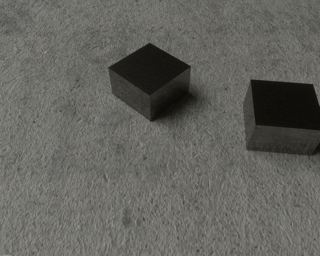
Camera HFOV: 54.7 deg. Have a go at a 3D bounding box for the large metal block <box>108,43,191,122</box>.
[{"bbox_3d":[-0.014,-0.068,0.444,0.080,0.050,0.080,36,59,26],"label":"large metal block"}]

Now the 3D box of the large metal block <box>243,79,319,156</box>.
[{"bbox_3d":[0.155,-0.015,0.400,0.080,0.050,0.080,5,50,4],"label":"large metal block"}]
